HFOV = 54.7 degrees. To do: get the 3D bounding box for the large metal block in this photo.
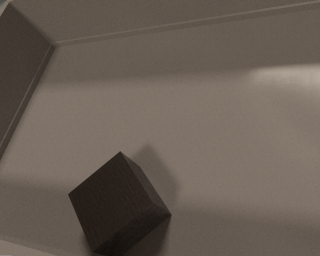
[{"bbox_3d":[-0.048,0.088,0.359,0.080,0.050,0.080,-40,51,1],"label":"large metal block"}]
